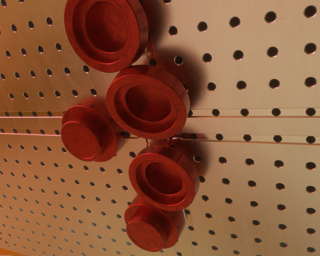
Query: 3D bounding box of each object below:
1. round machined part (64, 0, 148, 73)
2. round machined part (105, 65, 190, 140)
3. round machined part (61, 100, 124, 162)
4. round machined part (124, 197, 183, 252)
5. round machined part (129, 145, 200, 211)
[{"bbox_3d":[-0.057,-0.117,0.356,0.098,0.042,0.097,13,123,21],"label":"round machined part"},{"bbox_3d":[-0.012,-0.035,0.374,0.098,0.042,0.097,10,135,11],"label":"round machined part"},{"bbox_3d":[-0.107,0.011,0.461,0.098,0.042,0.097,13,124,20],"label":"round machined part"},{"bbox_3d":[-0.016,0.164,0.508,0.098,0.042,0.097,13,124,20],"label":"round machined part"},{"bbox_3d":[0.009,0.065,0.434,0.098,0.042,0.097,13,124,20],"label":"round machined part"}]
